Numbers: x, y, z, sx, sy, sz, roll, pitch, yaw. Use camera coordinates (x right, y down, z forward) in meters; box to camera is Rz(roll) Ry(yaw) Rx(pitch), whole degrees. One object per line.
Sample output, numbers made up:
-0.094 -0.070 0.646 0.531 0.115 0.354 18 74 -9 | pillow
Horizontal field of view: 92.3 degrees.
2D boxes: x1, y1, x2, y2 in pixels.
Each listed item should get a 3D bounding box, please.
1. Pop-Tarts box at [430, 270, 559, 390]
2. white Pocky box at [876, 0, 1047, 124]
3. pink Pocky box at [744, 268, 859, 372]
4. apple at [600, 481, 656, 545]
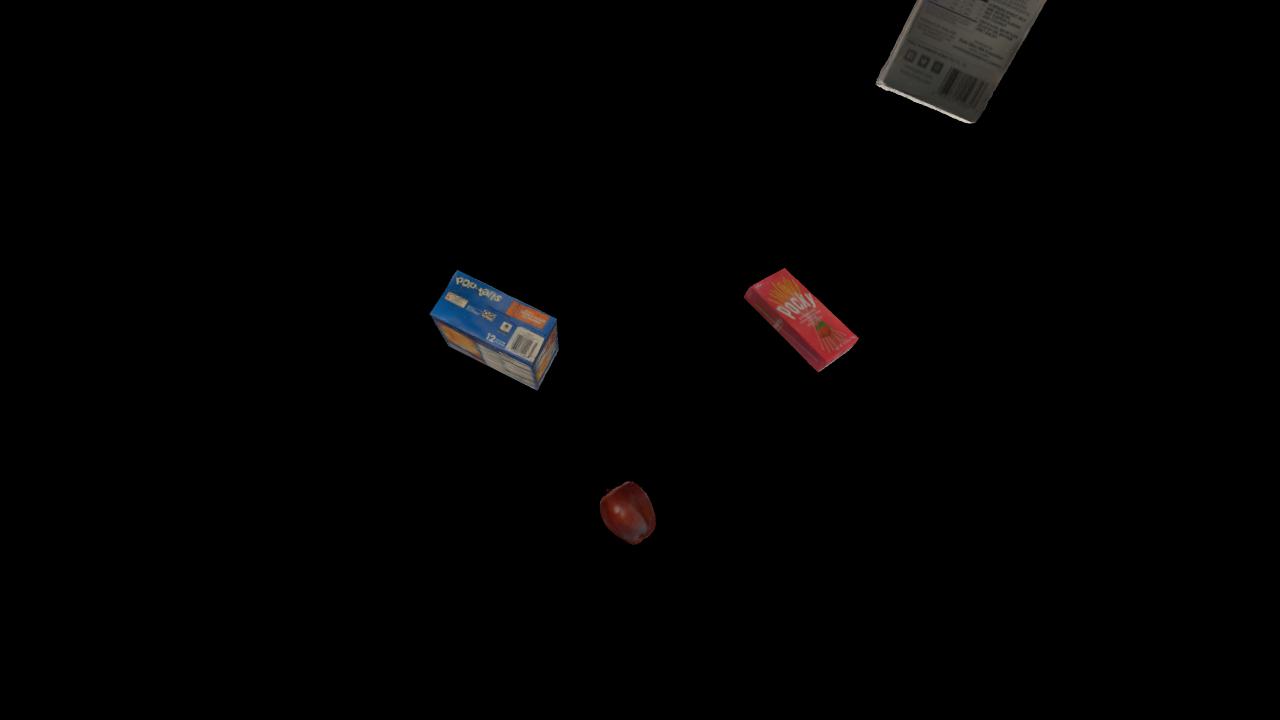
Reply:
-0.215 -0.042 0.942 0.167 0.083 0.141 27 -19 3 | Pop-Tarts box
0.249 -0.264 0.450 0.084 0.154 0.028 22 23 -3 | white Pocky box
0.230 -0.061 0.882 0.084 0.155 0.029 -29 -22 -33 | pink Pocky box
-0.020 0.230 0.925 0.079 0.093 0.079 -35 -17 -12 | apple
